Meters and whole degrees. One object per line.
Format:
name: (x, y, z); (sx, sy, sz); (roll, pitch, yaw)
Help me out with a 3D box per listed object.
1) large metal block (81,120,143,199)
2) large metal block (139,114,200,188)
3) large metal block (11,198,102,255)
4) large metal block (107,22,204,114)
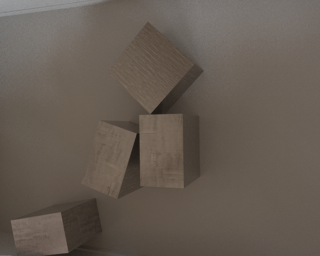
large metal block: (-0.047, 0.036, 0.397); (0.050, 0.080, 0.080); (19, 96, 19)
large metal block: (0.015, 0.025, 0.375); (0.050, 0.080, 0.079); (-1, 90, 20)
large metal block: (-0.140, 0.136, 0.429); (0.080, 0.080, 0.050); (-14, 86, 19)
large metal block: (-0.005, -0.073, 0.398); (0.080, 0.050, 0.080); (45, 104, 14)
